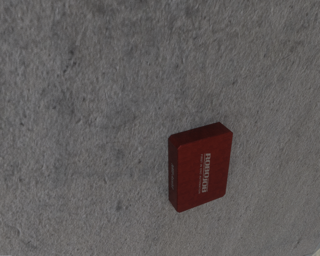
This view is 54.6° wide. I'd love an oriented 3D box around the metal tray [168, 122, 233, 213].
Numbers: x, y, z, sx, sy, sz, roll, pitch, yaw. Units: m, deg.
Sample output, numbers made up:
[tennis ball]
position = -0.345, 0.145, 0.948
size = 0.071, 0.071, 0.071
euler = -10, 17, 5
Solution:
[metal tray]
position = 0.060, 0.061, 0.473
size = 0.091, 0.030, 0.129
euler = -15, 125, -20
